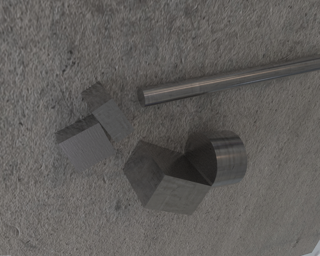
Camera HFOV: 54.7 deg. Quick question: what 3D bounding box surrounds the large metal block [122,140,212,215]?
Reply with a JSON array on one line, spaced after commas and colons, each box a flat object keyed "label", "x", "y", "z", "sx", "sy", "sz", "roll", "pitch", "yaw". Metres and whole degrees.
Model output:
[{"label": "large metal block", "x": 0.007, "y": 0.067, "z": 0.417, "sx": 0.080, "sy": 0.080, "sz": 0.050, "roll": 20, "pitch": 108, "yaw": -36}]

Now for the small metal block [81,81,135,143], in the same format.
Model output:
[{"label": "small metal block", "x": -0.059, "y": -0.018, "z": 0.347, "sx": 0.025, "sy": 0.050, "sz": 0.050, "roll": -36, "pitch": 129, "yaw": -5}]

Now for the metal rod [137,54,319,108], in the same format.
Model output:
[{"label": "metal rod", "x": 0.115, "y": -0.070, "z": 0.426, "sx": 0.302, "sy": 0.025, "sz": 0.025, "roll": -14, "pitch": 124, "yaw": -21}]

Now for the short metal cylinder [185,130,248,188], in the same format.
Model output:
[{"label": "short metal cylinder", "x": 0.077, "y": 0.044, "z": 0.441, "sx": 0.050, "sy": 0.080, "sz": 0.079, "roll": -4, "pitch": 120, "yaw": -27}]

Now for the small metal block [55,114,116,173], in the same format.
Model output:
[{"label": "small metal block", "x": -0.088, "y": 0.018, "z": 0.370, "sx": 0.050, "sy": 0.025, "sz": 0.050, "roll": -29, "pitch": 128, "yaw": -10}]
